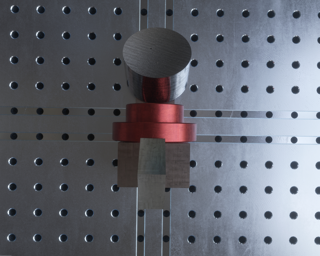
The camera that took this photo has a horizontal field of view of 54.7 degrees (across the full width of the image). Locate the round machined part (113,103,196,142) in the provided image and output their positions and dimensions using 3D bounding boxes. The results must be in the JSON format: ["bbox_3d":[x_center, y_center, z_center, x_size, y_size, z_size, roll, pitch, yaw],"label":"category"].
[{"bbox_3d":[-0.006,-0.007,0.366,0.099,0.098,0.042,1,90,-1],"label":"round machined part"}]

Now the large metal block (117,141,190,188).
[{"bbox_3d":[-0.007,0.041,0.385,0.081,0.080,0.050,1,90,-1],"label":"large metal block"}]

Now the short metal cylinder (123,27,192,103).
[{"bbox_3d":[-0.004,-0.077,0.384,0.081,0.050,0.080,1,60,-1],"label":"short metal cylinder"}]

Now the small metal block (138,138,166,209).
[{"bbox_3d":[-0.008,0.045,0.310,0.025,0.050,0.050,1,128,-1],"label":"small metal block"}]

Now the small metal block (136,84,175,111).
[{"bbox_3d":[-0.006,-0.031,0.412,0.050,0.025,0.050,1,90,-1],"label":"small metal block"}]
